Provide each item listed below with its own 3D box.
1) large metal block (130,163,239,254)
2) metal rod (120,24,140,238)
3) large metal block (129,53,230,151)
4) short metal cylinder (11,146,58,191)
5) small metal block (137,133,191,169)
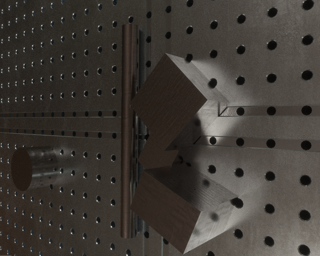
[{"bbox_3d":[0.028,0.084,0.349,0.080,0.081,0.050,30,109,35],"label":"large metal block"},{"bbox_3d":[-0.043,0.005,0.442,0.025,0.025,0.298,1,91,39],"label":"metal rod"},{"bbox_3d":[0.021,-0.030,0.374,0.080,0.050,0.080,-52,60,27],"label":"large metal block"},{"bbox_3d":[-0.238,0.075,0.585,0.080,0.050,0.079,0,90,39],"label":"short metal cylinder"},{"bbox_3d":[0.004,0.036,0.404,0.050,0.025,0.050,39,114,32],"label":"small metal block"}]
